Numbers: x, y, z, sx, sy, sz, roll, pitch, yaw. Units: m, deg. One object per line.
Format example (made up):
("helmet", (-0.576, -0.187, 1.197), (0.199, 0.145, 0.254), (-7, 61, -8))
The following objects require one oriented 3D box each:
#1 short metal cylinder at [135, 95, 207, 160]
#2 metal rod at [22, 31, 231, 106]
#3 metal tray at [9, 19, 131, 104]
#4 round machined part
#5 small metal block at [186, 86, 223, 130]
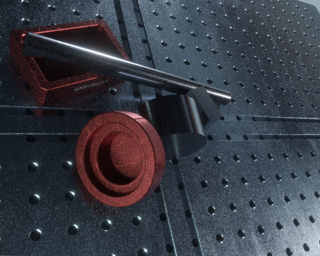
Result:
("short metal cylinder", (0.012, 0.002, 0.380), (0.081, 0.080, 0.050), (3, 61, -27))
("metal rod", (-0.018, -0.068, 0.410), (0.302, 0.025, 0.025), (10, 57, -35))
("metal tray", (-0.111, -0.091, 0.401), (0.131, 0.030, 0.090), (-23, 75, -37))
("round machined part", (-0.038, 0.031, 0.331), (0.098, 0.098, 0.042), (57, 24, 12))
("small metal block", (0.052, -0.022, 0.436), (0.025, 0.050, 0.050), (-19, 72, -35))
